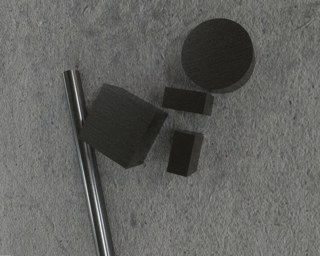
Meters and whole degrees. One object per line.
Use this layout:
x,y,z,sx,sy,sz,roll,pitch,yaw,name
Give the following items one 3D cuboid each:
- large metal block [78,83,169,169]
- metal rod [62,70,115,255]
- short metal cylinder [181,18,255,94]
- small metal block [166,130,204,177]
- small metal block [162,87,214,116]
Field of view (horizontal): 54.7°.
-0.048,-0.003,0.412,0.080,0.050,0.080,30,100,17,large metal block
-0.100,0.064,0.442,0.025,0.025,0.298,-13,86,19,metal rod
0.071,-0.083,0.370,0.080,0.050,0.079,0,90,19,short metal cylinder
0.032,0.030,0.384,0.025,0.050,0.050,12,94,19,small metal block
0.036,-0.032,0.382,0.050,0.050,0.025,11,94,19,small metal block
